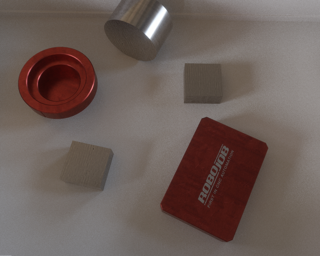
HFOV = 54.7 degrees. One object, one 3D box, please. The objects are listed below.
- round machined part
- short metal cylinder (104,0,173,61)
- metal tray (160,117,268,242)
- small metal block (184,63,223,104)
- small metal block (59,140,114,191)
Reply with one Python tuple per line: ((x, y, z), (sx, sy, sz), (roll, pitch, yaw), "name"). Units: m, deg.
((-0.134, -0.057, 0.420), (0.099, 0.042, 0.098), (0, 70, -1), "round machined part")
((-0.029, -0.139, 0.431), (0.080, 0.080, 0.050), (25, 72, 8), "short metal cylinder")
((0.068, 0.061, 0.385), (0.090, 0.030, 0.130), (25, 72, 8), "metal tray")
((0.059, -0.062, 0.433), (0.050, 0.025, 0.050), (1, 70, 0), "small metal block")
((-0.091, 0.048, 0.391), (0.050, 0.025, 0.050), (12, 70, 4), "small metal block")
